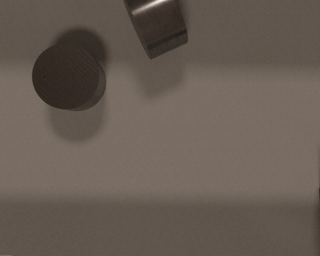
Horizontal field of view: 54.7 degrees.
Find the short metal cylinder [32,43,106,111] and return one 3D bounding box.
[{"bbox_3d":[-0.114,-0.062,0.397,0.081,0.050,0.079,0,90,-1],"label":"short metal cylinder"}]

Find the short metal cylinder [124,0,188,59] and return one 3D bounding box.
[{"bbox_3d":[-0.005,-0.132,0.384,0.050,0.080,0.080,-25,90,0],"label":"short metal cylinder"}]
